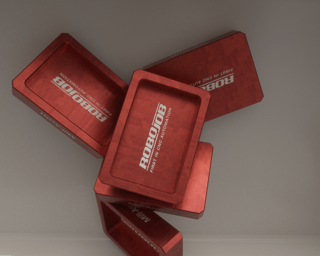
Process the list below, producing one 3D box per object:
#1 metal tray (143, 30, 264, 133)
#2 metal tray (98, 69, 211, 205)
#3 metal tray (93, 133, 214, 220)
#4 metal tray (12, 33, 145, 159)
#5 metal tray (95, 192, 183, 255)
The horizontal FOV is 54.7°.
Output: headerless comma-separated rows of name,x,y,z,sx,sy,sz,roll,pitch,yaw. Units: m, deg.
metal tray,0.052,-0.056,0.388,0.130,0.030,0.090,-21,109,7
metal tray,-0.004,0.009,0.344,0.090,0.030,0.130,17,78,-3
metal tray,-0.005,0.054,0.385,0.131,0.090,0.030,9,152,8
metal tray,-0.091,-0.036,0.367,0.130,0.030,0.090,40,66,-14
metal tray,-0.029,0.138,0.404,0.030,0.130,0.089,-31,134,-35
